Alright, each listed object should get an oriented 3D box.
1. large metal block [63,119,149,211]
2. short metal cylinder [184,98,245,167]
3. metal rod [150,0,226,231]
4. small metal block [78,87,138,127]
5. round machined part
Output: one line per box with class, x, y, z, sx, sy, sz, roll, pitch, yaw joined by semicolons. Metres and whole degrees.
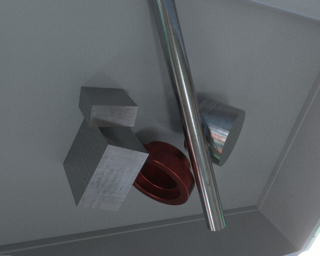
large metal block;-0.067;0.037;0.360;0.050;0.080;0.080;17;109;-35
short metal cylinder;0.074;0.005;0.415;0.080;0.050;0.079;-48;151;-37
metal rod;0.036;-0.010;0.363;0.025;0.025;0.298;-21;108;-17
small metal block;-0.059;-0.024;0.346;0.050;0.050;0.025;-1;119;-29
round machined part;0.002;0.055;0.411;0.042;0.098;0.098;-56;140;-36
